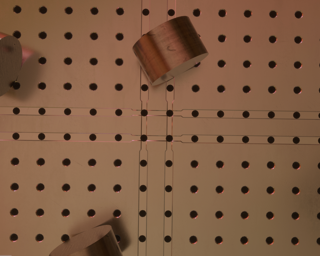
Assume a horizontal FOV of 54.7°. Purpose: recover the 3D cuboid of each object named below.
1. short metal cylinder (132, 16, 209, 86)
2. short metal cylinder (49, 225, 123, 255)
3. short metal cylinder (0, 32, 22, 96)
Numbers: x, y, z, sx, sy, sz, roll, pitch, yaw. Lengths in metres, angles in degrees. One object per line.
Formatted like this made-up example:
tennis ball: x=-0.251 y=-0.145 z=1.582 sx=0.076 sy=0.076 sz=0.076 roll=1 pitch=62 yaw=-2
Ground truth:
short metal cylinder: x=0.013 y=-0.094 z=0.386 sx=0.080 sy=0.080 sz=0.050 roll=-29 pitch=90 yaw=0
short metal cylinder: x=-0.089 y=0.163 z=0.385 sx=0.080 sy=0.080 sz=0.050 roll=-21 pitch=90 yaw=0
short metal cylinder: x=-0.217 y=-0.084 z=0.384 sx=0.050 sy=0.080 sz=0.080 roll=20 pitch=90 yaw=0
